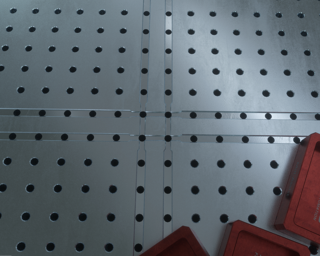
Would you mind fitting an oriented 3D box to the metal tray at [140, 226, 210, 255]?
[{"bbox_3d":[0.028,0.181,0.317,0.090,0.030,0.130,-35,59,-1],"label":"metal tray"}]

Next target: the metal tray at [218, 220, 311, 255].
[{"bbox_3d":[0.104,0.180,0.344,0.090,0.030,0.130,20,71,7],"label":"metal tray"}]

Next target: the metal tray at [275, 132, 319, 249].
[{"bbox_3d":[0.208,0.081,0.381,0.090,0.030,0.130,23,71,8],"label":"metal tray"}]
